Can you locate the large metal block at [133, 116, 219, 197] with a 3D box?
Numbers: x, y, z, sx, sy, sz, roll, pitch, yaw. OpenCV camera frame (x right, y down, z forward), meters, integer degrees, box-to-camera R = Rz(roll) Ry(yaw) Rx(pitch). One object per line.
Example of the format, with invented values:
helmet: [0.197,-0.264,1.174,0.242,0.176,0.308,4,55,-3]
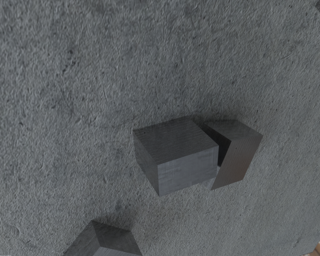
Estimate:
large metal block: [0.018,0.033,0.401,0.081,0.080,0.050,-16,125,-19]

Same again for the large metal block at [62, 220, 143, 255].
large metal block: [-0.088,0.193,0.462,0.080,0.050,0.080,32,100,-38]

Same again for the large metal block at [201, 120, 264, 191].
large metal block: [0.094,0.037,0.453,0.081,0.050,0.079,-6,122,-43]

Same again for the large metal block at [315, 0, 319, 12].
large metal block: [0.279,-0.179,0.432,0.080,0.050,0.080,24,105,-37]
